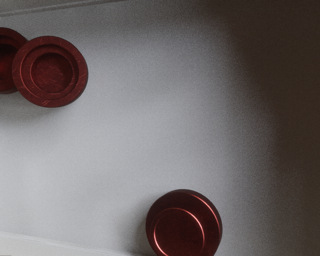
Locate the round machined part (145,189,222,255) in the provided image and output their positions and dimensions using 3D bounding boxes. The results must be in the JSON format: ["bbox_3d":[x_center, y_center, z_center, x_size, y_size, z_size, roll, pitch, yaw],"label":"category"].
[{"bbox_3d":[0.027,0.130,0.392,0.098,0.042,0.097,0,90,20],"label":"round machined part"}]

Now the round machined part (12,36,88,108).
[{"bbox_3d":[-0.152,-0.078,0.442,0.099,0.042,0.097,0,94,-7],"label":"round machined part"}]

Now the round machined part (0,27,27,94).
[{"bbox_3d":[-0.236,-0.100,0.475,0.099,0.042,0.097,0,86,2],"label":"round machined part"}]
